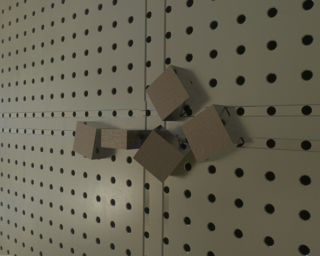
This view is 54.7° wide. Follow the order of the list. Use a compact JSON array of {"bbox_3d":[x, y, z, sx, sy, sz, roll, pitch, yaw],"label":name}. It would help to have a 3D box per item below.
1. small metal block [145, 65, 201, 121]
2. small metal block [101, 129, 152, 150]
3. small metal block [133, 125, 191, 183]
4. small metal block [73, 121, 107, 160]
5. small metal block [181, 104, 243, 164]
[{"bbox_3d":[0.016,-0.043,0.395,0.050,0.025,0.050,-41,65,32],"label":"small metal block"},{"bbox_3d":[-0.045,0.014,0.428,0.050,0.050,0.025,2,91,40],"label":"small metal block"},{"bbox_3d":[0.002,0.033,0.395,0.050,0.025,0.050,39,116,8],"label":"small metal block"},{"bbox_3d":[-0.112,0.019,0.499,0.050,0.025,0.050,18,101,38],"label":"small metal block"},{"bbox_3d":[0.059,0.007,0.359,0.050,0.025,0.050,-36,68,34],"label":"small metal block"}]
